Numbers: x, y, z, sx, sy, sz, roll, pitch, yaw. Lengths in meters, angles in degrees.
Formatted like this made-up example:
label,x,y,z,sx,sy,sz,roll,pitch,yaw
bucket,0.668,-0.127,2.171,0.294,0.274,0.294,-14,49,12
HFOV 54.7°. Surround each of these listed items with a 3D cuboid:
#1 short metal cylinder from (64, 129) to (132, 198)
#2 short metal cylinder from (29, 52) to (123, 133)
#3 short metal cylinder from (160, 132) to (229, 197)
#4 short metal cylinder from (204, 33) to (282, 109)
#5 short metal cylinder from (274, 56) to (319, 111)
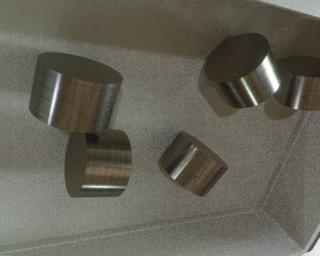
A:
label,x,y,z,sx,sy,sz,roll,pitch,yaw
short metal cylinder,-0.073,0.039,0.357,0.050,0.080,0.079,7,115,-32
short metal cylinder,-0.082,-0.037,0.305,0.081,0.080,0.050,6,116,-31
short metal cylinder,0.047,0.049,0.429,0.080,0.080,0.050,30,102,-38
short metal cylinder,0.103,-0.071,0.385,0.080,0.080,0.050,-42,129,1
short metal cylinder,0.210,-0.066,0.446,0.081,0.080,0.050,-16,125,-20
